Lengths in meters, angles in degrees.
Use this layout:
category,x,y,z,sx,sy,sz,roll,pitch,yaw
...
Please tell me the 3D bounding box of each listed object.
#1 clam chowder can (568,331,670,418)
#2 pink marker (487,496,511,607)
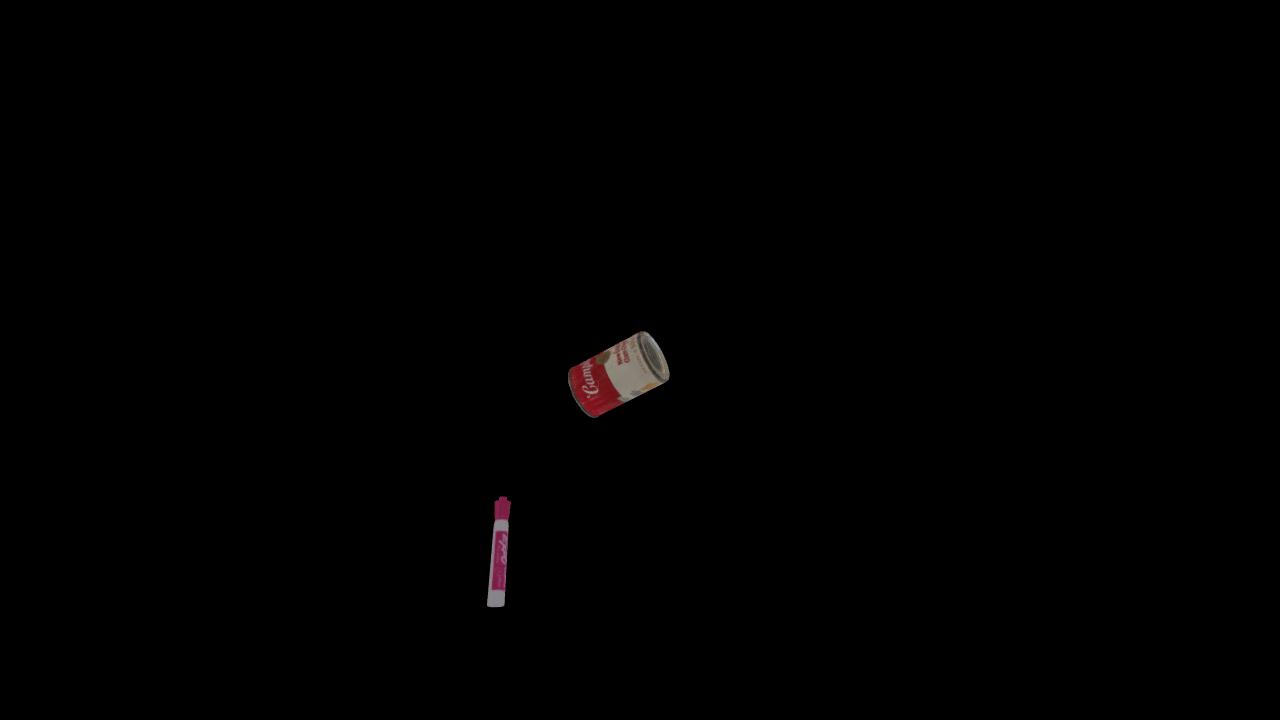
category,x,y,z,sx,sy,sz,roll,pitch,yaw
clam chowder can,-0.024,0.017,0.724,0.102,0.068,0.068,-27,-9,17
pink marker,-0.159,0.215,0.697,0.020,0.121,0.020,-2,-29,-1
